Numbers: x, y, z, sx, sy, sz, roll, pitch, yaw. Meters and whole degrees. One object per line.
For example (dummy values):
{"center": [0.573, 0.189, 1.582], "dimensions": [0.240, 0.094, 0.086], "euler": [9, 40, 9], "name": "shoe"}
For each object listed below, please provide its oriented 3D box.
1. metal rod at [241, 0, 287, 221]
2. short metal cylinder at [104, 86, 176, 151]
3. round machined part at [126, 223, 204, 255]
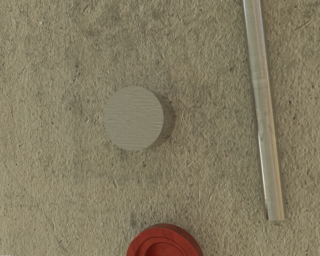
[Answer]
{"center": [0.120, -0.044, 0.366], "dimensions": [0.025, 0.025, 0.298], "euler": [-6, 88, 19], "name": "metal rod"}
{"center": [-0.025, -0.012, 0.404], "dimensions": [0.080, 0.050, 0.079], "euler": [0, 90, 19], "name": "short metal cylinder"}
{"center": [0.010, 0.171, 0.396], "dimensions": [0.098, 0.042, 0.097], "euler": [0, 90, 19], "name": "round machined part"}
